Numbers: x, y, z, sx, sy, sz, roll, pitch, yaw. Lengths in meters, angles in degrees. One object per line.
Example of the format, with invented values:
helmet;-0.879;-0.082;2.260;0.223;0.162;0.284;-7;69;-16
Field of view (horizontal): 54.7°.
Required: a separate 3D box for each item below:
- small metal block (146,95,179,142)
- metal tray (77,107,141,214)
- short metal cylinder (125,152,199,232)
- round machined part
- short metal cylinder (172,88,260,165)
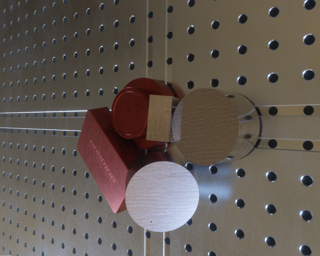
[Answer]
small metal block;0.004;-0.011;0.360;0.025;0.050;0.050;5;93;12
metal tray;-0.071;0.044;0.445;0.130;0.030;0.089;53;136;26
short metal cylinder;0.000;0.072;0.360;0.050;0.081;0.079;-132;49;-80
round machined part;-0.028;-0.019;0.415;0.098;0.042;0.097;0;90;40
short metal cylinder;0.060;-0.002;0.339;0.080;0.050;0.079;0;90;40
